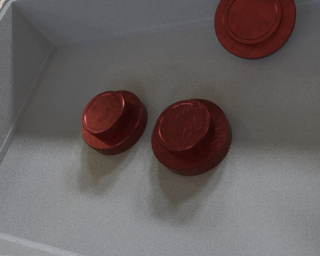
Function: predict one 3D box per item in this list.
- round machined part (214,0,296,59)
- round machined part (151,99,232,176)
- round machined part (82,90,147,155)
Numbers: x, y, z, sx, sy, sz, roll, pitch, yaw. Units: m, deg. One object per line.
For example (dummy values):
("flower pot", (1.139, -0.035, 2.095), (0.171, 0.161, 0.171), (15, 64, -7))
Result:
("round machined part", (0.116, -0.136, 0.386), (0.098, 0.042, 0.097), (3, 99, 21))
("round machined part", (0.033, 0.005, 0.374), (0.098, 0.042, 0.098), (-13, 56, 21))
("round machined part", (-0.071, -0.014, 0.441), (0.098, 0.042, 0.098), (-13, 56, 21))
